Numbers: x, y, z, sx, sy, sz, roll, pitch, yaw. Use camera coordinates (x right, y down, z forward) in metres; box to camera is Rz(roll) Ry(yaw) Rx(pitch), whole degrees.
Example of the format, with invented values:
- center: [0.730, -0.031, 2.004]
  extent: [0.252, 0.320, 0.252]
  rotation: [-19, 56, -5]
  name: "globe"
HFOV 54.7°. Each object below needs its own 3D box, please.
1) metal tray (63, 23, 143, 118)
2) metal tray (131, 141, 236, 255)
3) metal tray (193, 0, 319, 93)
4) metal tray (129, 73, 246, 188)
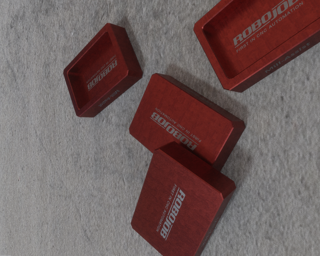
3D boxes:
- center: [-0.092, -0.084, 0.474]
  extent: [0.130, 0.030, 0.090]
  rotation: [-33, 70, 34]
  name: "metal tray"
- center: [0.021, 0.092, 0.358]
  extent: [0.090, 0.030, 0.129]
  rotation: [34, 124, 26]
  name: "metal tray"
- center: [0.106, -0.107, 0.313]
  extent: [0.130, 0.030, 0.090]
  rotation: [-35, 69, 34]
  name: "metal tray"
- center: [0.026, 0.000, 0.378]
  extent: [0.130, 0.030, 0.089]
  rotation: [38, 113, 33]
  name: "metal tray"
